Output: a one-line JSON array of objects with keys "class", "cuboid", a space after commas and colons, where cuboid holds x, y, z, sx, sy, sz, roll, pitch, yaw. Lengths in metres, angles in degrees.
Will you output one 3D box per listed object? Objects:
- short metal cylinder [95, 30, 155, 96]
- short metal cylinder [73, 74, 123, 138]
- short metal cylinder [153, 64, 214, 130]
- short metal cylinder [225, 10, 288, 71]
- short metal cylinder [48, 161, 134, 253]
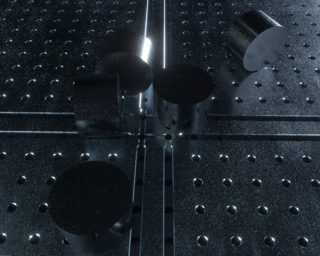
[{"class": "short metal cylinder", "cuboid": [-0.048, -0.093, 0.449, 0.080, 0.080, 0.050, 3, 50, 2]}, {"class": "short metal cylinder", "cuboid": [-0.076, -0.028, 0.395, 0.050, 0.080, 0.080, -3, 50, -3]}, {"class": "short metal cylinder", "cuboid": [0.031, -0.043, 0.428, 0.081, 0.050, 0.080, 0, 50, 0]}, {"class": "short metal cylinder", "cuboid": [0.151, -0.137, 0.489, 0.081, 0.080, 0.050, -20, 53, -17]}, {"class": "short metal cylinder", "cuboid": [-0.068, 0.081, 0.322, 0.081, 0.050, 0.080, 0, 50, 0]}]
